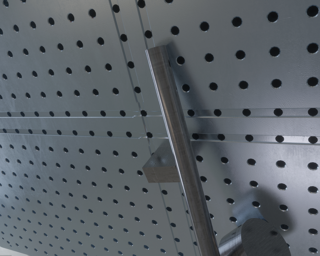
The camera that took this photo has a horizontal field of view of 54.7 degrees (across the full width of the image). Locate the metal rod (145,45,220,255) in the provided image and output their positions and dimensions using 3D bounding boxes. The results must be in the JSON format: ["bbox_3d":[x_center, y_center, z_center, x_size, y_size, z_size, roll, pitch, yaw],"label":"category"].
[{"bbox_3d":[0.033,0.050,0.379,0.025,0.025,0.298,-10,100,32],"label":"metal rod"}]

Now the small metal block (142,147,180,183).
[{"bbox_3d":[0.012,0.048,0.419,0.050,0.050,0.025,-8,115,31],"label":"small metal block"}]

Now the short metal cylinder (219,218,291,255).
[{"bbox_3d":[0.126,0.169,0.414,0.080,0.080,0.050,38,129,2],"label":"short metal cylinder"}]
